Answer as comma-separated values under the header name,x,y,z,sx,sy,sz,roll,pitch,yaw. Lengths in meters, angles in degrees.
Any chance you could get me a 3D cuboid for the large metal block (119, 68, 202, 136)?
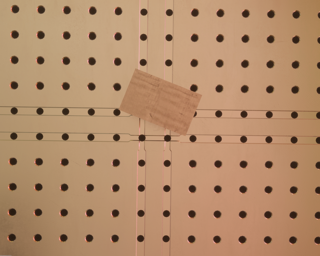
name,x,y,z,sx,sy,sz,roll,pitch,yaw
large metal block,0.000,-0.029,0.386,0.080,0.080,0.050,22,90,-1
